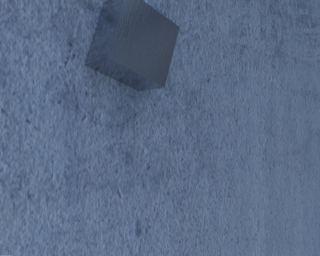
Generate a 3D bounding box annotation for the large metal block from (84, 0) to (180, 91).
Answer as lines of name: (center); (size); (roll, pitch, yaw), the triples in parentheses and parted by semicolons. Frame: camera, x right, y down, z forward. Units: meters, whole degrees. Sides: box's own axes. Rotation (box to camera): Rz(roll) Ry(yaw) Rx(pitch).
large metal block: (-0.031, -0.097, 0.364); (0.080, 0.050, 0.080); (23, 76, -38)
